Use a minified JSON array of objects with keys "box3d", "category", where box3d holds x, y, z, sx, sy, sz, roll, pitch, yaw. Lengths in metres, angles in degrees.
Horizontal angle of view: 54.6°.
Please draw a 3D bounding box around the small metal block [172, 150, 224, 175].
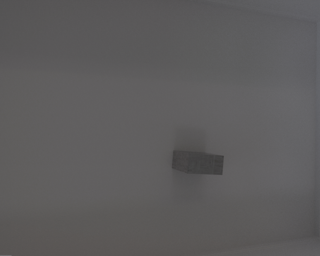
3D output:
[{"box3d":[0.050,0.046,0.415,0.050,0.050,0.025,6,88,-20],"category":"small metal block"}]
